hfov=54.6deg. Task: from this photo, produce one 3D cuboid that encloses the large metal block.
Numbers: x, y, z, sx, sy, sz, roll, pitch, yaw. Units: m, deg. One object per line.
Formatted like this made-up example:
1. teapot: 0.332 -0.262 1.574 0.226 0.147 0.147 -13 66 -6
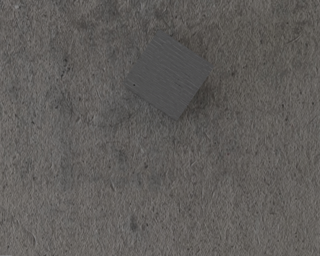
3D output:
1. large metal block: 0.010 -0.064 0.397 0.080 0.050 0.080 34 90 0
